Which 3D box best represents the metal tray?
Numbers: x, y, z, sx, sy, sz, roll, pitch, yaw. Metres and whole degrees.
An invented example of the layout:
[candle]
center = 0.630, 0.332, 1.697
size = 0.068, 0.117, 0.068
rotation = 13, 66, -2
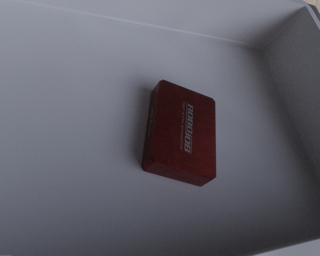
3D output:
[metal tray]
center = 0.029, 0.005, 0.417
size = 0.091, 0.030, 0.130
rotation = 18, 54, -18
